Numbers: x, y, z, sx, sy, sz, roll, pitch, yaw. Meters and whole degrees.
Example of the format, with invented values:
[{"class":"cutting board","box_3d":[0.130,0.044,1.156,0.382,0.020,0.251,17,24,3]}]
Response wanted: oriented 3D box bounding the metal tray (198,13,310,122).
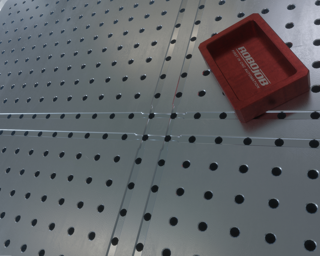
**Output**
[{"class":"metal tray","box_3d":[0.114,-0.080,0.394,0.090,0.030,0.130,-28,52,10]}]
